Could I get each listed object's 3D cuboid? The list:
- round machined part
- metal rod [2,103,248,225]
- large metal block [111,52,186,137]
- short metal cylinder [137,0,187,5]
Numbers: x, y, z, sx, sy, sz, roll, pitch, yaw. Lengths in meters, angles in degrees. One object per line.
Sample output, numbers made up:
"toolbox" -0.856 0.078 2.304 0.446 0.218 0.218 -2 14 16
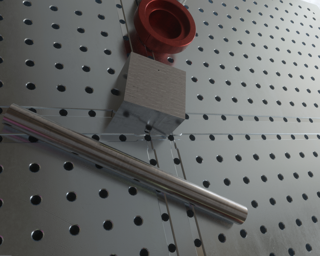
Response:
"round machined part" 0.004 -0.158 0.491 0.099 0.042 0.098 10 64 -22
"metal rod" -0.029 0.048 0.362 0.301 0.025 0.025 26 53 -13
"large metal block" -0.013 -0.043 0.411 0.081 0.050 0.080 16 55 -19
"short metal cylinder" 0.006 -0.234 0.538 0.081 0.050 0.080 14 56 -21
